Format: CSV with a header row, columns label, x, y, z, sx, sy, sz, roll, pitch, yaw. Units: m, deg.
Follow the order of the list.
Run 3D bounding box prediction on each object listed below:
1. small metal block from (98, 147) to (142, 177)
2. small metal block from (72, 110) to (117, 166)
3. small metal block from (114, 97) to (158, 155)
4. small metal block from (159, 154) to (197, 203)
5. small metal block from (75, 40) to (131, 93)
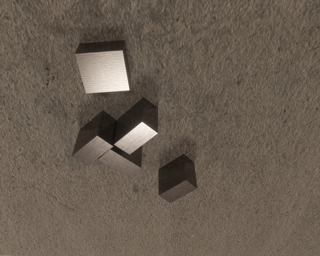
label,x,y,z,sx,sy,sz,roll,pitch,yaw
small metal block,-0.052,0.030,0.416,0.050,0.050,0.025,36,121,-27
small metal block,-0.084,0.013,0.401,0.050,0.050,0.025,-36,122,26
small metal block,-0.029,-0.003,0.388,0.050,0.050,0.025,-37,121,27
small metal block,0.025,0.074,0.454,0.050,0.050,0.025,-35,122,25
small metal block,-0.062,-0.068,0.348,0.050,0.025,0.050,-4,130,2
